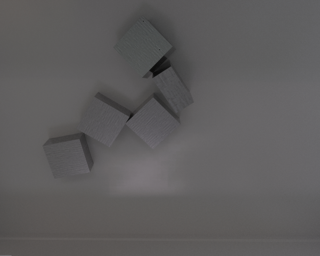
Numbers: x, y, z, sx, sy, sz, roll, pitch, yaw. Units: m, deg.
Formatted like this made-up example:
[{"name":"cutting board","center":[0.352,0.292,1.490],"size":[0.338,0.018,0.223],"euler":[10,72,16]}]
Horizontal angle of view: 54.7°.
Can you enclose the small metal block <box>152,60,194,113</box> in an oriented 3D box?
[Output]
[{"name":"small metal block","center":[0.015,-0.052,0.379],"size":[0.025,0.050,0.050],"euler":[-32,108,11]}]

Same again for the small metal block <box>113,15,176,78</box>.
[{"name":"small metal block","center":[-0.018,-0.095,0.368],"size":[0.050,0.025,0.050],"euler":[-44,86,14]}]

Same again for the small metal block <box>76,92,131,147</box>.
[{"name":"small metal block","center":[-0.073,-0.011,0.406],"size":[0.050,0.025,0.050],"euler":[31,107,-11]}]

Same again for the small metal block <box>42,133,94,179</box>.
[{"name":"small metal block","center":[-0.124,0.037,0.424],"size":[0.050,0.025,0.050],"euler":[-11,110,4]}]

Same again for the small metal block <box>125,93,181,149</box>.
[{"name":"small metal block","center":[-0.009,-0.009,0.408],"size":[0.050,0.025,0.050],"euler":[-42,105,14]}]
